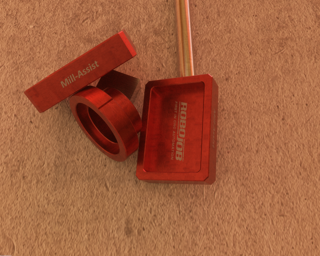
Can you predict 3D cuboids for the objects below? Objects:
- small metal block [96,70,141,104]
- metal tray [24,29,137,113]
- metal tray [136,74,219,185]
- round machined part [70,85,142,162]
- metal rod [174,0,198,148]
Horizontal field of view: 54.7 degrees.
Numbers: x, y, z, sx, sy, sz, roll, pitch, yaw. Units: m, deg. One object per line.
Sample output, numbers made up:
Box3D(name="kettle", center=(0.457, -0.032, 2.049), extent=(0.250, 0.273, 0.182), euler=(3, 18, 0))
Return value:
Box3D(name="small metal block", center=(-0.060, -0.049, 0.425), extent=(0.050, 0.025, 0.050), euler=(20, 71, 7))
Box3D(name="metal tray", center=(-0.092, -0.074, 0.382), extent=(0.130, 0.090, 0.030), euler=(-30, 109, 5))
Box3D(name="metal tray", center=(0.023, 0.002, 0.382), extent=(0.090, 0.030, 0.129), euler=(-3, 71, 24))
Box3D(name="round machined part", center=(-0.060, -0.010, 0.374), extent=(0.098, 0.097, 0.042), euler=(42, 62, 13))
Box3D(name="metal rod", center=(0.037, -0.109, 0.448), extent=(0.025, 0.025, 0.299), euler=(-1, 70, -1))
